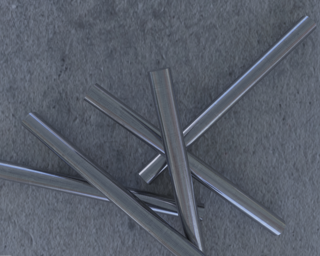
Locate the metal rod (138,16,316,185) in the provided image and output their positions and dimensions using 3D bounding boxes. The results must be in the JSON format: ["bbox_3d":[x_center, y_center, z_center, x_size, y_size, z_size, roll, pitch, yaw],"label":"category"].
[{"bbox_3d":[0.088,-0.037,0.411,0.300,0.025,0.025,-43,91,-1],"label":"metal rod"}]

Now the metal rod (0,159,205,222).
[{"bbox_3d":[-0.092,0.080,0.408,0.302,0.025,0.025,12,90,-1],"label":"metal rod"}]

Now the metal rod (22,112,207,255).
[{"bbox_3d":[-0.055,0.080,0.384,0.300,0.025,0.025,38,90,9],"label":"metal rod"}]

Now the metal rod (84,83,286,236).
[{"bbox_3d":[0.038,0.045,0.388,0.301,0.025,0.025,36,90,-9],"label":"metal rod"}]

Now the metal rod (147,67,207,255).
[{"bbox_3d":[0.029,0.078,0.371,0.025,0.025,0.298,-12,106,0],"label":"metal rod"}]
